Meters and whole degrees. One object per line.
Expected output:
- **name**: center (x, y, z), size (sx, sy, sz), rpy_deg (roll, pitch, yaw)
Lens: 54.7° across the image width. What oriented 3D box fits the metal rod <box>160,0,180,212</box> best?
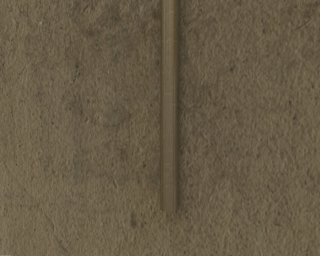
- **metal rod**: center (0.013, -0.043, 0.403), size (0.025, 0.025, 0.298), rpy_deg (0, 90, 19)
